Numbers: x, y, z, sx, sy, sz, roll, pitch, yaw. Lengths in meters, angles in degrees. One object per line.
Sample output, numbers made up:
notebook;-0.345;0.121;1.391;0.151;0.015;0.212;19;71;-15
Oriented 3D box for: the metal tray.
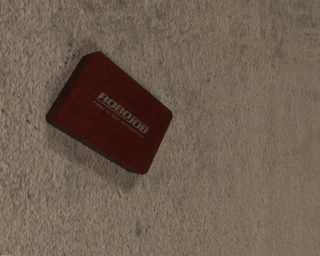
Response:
metal tray;-0.051;-0.013;0.360;0.130;0.030;0.090;38;67;-34
